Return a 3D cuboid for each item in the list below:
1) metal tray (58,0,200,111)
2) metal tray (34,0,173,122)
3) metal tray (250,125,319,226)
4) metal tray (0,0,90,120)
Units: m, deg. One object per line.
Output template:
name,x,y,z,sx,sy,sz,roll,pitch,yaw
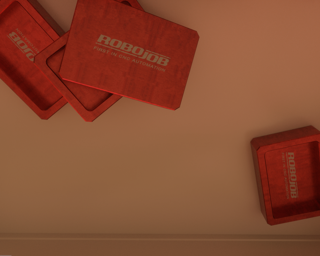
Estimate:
metal tray,-0.032,-0.078,0.332,0.131,0.030,0.089,15,92,-18
metal tray,-0.062,-0.081,0.354,0.130,0.030,0.090,-41,107,-9
metal tray,0.185,0.069,0.436,0.090,0.030,0.129,-13,110,4
metal tray,-0.151,-0.085,0.374,0.090,0.030,0.130,-37,106,12
